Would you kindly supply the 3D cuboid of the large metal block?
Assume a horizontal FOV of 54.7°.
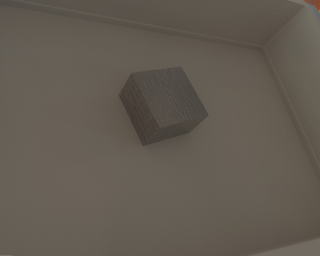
[{"bbox_3d":[0.004,-0.031,0.412,0.081,0.050,0.080,-15,70,-34],"label":"large metal block"}]
